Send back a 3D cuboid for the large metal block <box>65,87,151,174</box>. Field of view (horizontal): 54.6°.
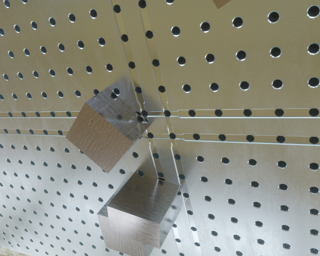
[{"bbox_3d":[-0.074,0.004,0.438,0.080,0.050,0.080,41,129,0],"label":"large metal block"}]

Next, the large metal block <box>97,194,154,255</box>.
[{"bbox_3d":[-0.052,0.168,0.527,0.080,0.050,0.080,8,122,24],"label":"large metal block"}]

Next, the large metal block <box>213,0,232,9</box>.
[{"bbox_3d":[0.067,-0.162,0.260,0.080,0.050,0.080,-27,104,37],"label":"large metal block"}]

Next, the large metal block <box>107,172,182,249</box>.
[{"bbox_3d":[-0.020,0.119,0.460,0.080,0.080,0.050,13,124,21],"label":"large metal block"}]
